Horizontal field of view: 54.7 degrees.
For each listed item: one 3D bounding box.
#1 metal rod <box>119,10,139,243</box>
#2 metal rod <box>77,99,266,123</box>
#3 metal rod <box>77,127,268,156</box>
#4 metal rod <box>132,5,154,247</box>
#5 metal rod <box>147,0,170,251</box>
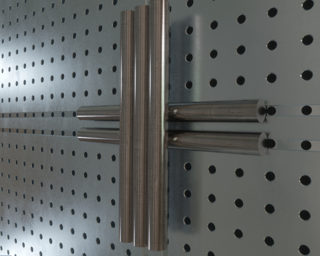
[{"bbox_3d":[-0.041,-0.002,0.409,0.025,0.025,0.298,1,91,39],"label":"metal rod"},{"bbox_3d":[-0.011,-0.021,0.417,0.300,0.025,0.025,1,91,39],"label":"metal rod"},{"bbox_3d":[-0.009,0.014,0.415,0.300,0.025,0.025,1,91,39],"label":"metal rod"},{"bbox_3d":[-0.021,-0.002,0.393,0.025,0.025,0.298,1,91,39],"label":"metal rod"},{"bbox_3d":[-0.002,-0.004,0.377,0.025,0.025,0.298,1,91,39],"label":"metal rod"}]
